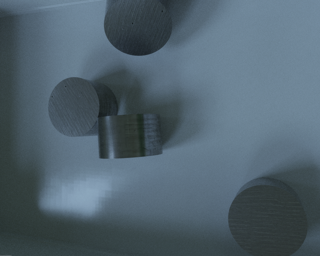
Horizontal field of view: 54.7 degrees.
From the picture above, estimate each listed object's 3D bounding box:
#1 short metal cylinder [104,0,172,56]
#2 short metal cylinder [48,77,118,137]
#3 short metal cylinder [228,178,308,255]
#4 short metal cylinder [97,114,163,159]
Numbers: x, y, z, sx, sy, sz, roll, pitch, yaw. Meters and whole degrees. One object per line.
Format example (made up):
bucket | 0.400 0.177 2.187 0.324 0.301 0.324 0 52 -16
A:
short metal cylinder | -0.027 -0.137 0.383 0.080 0.080 0.050 -22 46 19
short metal cylinder | -0.107 -0.028 0.435 0.080 0.050 0.080 0 90 20
short metal cylinder | 0.122 0.100 0.354 0.080 0.050 0.080 0 90 20
short metal cylinder | -0.038 0.010 0.395 0.080 0.080 0.050 -4 89 20
